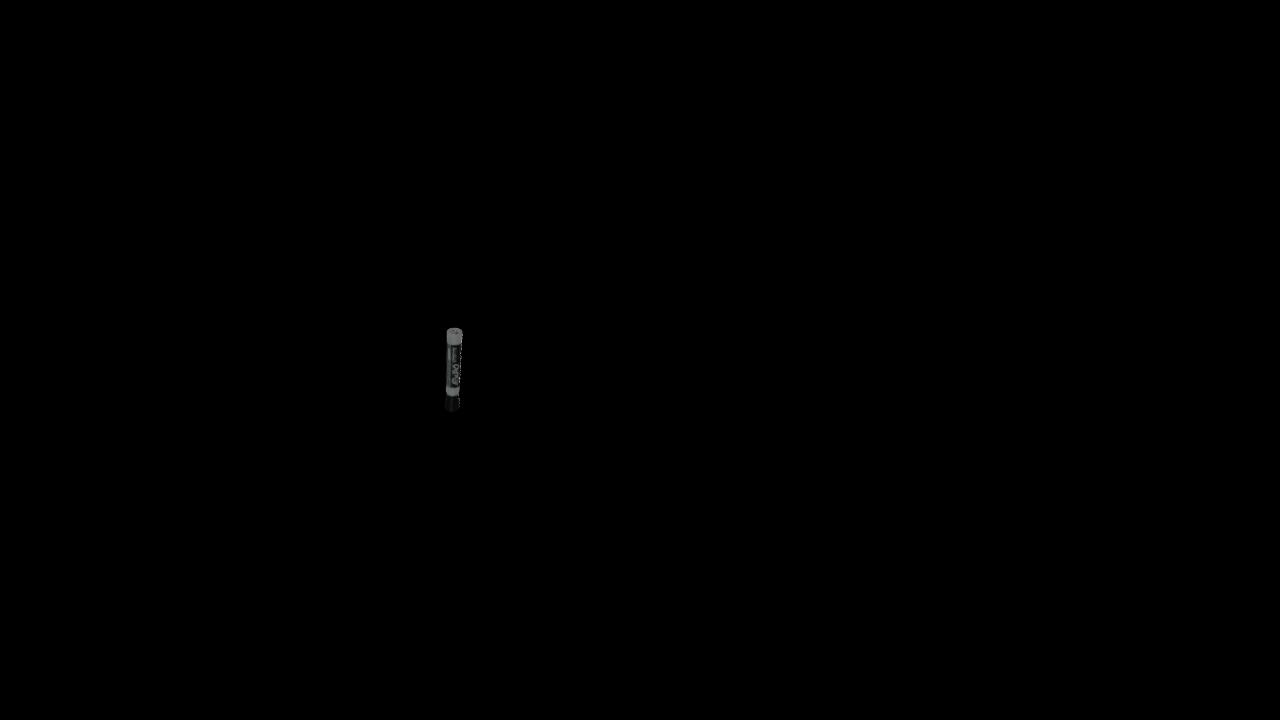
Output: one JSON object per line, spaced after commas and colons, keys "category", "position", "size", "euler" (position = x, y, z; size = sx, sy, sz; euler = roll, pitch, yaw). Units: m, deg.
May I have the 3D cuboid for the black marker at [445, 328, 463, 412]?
{"category": "black marker", "position": [-0.239, 0.016, 0.789], "size": [0.020, 0.121, 0.020], "euler": [9, 29, -5]}
